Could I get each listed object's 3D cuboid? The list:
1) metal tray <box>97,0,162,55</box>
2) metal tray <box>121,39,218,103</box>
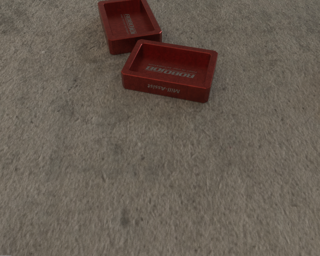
[{"bbox_3d":[-0.056,-0.188,0.556,0.091,0.030,0.130,-12,51,-10],"label":"metal tray"},{"bbox_3d":[0.017,-0.090,0.475,0.131,0.030,0.090,11,51,9],"label":"metal tray"}]
